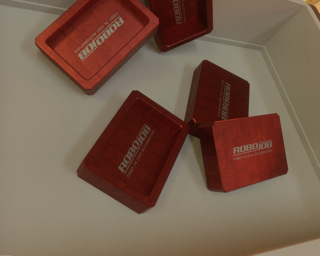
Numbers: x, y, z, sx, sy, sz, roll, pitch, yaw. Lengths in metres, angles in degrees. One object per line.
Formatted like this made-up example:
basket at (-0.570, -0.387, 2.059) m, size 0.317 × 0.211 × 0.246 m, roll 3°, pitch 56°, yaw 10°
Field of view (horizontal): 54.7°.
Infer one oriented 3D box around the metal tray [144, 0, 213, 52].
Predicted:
metal tray at (0.028, -0.177, 0.443) m, size 0.090 × 0.130 × 0.030 m, roll -24°, pitch 61°, yaw -3°

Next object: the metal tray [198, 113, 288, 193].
metal tray at (0.118, 0.031, 0.429) m, size 0.131 × 0.030 × 0.089 m, roll -8°, pitch 88°, yaw -32°

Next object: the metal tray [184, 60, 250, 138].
metal tray at (0.090, -0.036, 0.475) m, size 0.090 × 0.030 × 0.130 m, roll 24°, pitch 53°, yaw -14°

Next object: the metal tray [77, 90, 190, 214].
metal tray at (-0.026, 0.024, 0.374) m, size 0.090 × 0.030 × 0.130 m, roll 34°, pitch 51°, yaw -7°

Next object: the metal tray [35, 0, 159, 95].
metal tray at (-0.077, -0.118, 0.393) m, size 0.090 × 0.030 × 0.130 m, roll 43°, pitch 80°, yaw -1°
